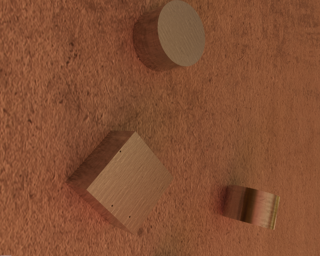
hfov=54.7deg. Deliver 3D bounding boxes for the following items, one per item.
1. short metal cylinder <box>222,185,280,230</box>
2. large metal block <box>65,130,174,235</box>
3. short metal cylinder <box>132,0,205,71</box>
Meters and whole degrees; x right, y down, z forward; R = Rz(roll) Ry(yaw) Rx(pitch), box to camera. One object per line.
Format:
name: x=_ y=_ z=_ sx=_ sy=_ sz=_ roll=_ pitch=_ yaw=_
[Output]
short metal cylinder: x=0.143 y=0.124 z=0.489 sx=0.080 sy=0.080 sz=0.050 roll=25 pitch=75 yaw=-38
large metal block: x=-0.043 y=0.059 z=0.353 sx=0.080 sy=0.050 sz=0.080 roll=-52 pitch=121 yaw=-27
short metal cylinder: x=0.012 y=-0.116 z=0.398 sx=0.081 sy=0.050 sz=0.079 roll=0 pitch=90 yaw=-40
